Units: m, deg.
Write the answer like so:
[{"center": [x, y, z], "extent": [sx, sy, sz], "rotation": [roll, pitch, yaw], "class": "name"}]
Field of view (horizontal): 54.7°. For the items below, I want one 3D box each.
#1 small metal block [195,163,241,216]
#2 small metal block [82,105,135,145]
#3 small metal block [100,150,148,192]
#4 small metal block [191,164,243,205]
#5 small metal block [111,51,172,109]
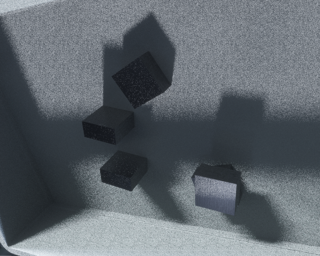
[{"center": [0.072, 0.076, 0.386], "extent": [0.050, 0.025, 0.050], "rotation": [10, 123, 23], "class": "small metal block"}, {"center": [-0.070, -0.005, 0.426], "extent": [0.050, 0.050, 0.025], "rotation": [13, 124, 21], "class": "small metal block"}, {"center": [-0.053, 0.062, 0.459], "extent": [0.050, 0.050, 0.025], "rotation": [13, 124, 21], "class": "small metal block"}, {"center": [0.077, 0.078, 0.417], "extent": [0.050, 0.025, 0.050], "rotation": [-10, 113, 32], "class": "small metal block"}, {"center": [-0.023, -0.059, 0.385], "extent": [0.050, 0.025, 0.050], "rotation": [-26, 105, 37], "class": "small metal block"}]
